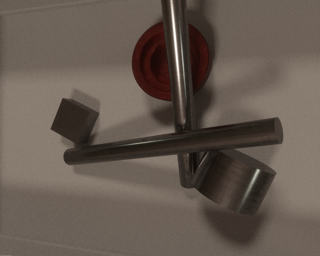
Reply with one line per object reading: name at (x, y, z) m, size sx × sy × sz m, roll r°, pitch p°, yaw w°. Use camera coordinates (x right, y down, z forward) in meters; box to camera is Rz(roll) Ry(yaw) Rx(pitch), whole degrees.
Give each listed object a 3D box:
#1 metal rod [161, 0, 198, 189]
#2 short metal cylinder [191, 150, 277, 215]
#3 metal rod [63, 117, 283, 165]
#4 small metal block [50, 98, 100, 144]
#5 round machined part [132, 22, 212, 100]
metal rod at (0.022, -0.063, 0.336) m, size 0.025 × 0.025 × 0.298 m, roll 2°, pitch 117°, yaw 19°
short metal cylinder at (0.083, 0.055, 0.352) m, size 0.080 × 0.080 × 0.050 m, roll 26°, pitch 99°, yaw 18°
metal rod at (-0.012, 0.022, 0.370) m, size 0.300 × 0.025 × 0.025 m, roll -10°, pitch 87°, yaw 36°
small metal block at (-0.124, -0.010, 0.453) m, size 0.050 × 0.025 × 0.050 m, roll 26°, pitch 99°, yaw 17°
round machined part at (0.018, -0.082, 0.395) m, size 0.098 × 0.042 × 0.097 m, roll 0°, pitch 90°, yaw 19°
